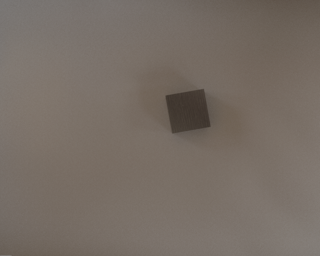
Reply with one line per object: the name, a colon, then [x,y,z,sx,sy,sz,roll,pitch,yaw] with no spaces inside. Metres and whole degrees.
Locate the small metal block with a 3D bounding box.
small metal block: [0.036,-0.022,0.412,0.050,0.025,0.050,-10,90,0]
